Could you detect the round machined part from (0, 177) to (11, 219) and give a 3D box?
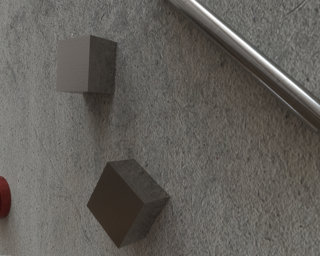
[{"bbox_3d":[-0.383,0.161,0.705,0.098,0.042,0.097,0,90,39],"label":"round machined part"}]

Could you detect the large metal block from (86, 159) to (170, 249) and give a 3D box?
[{"bbox_3d":[-0.046,0.100,0.424,0.080,0.050,0.079,42,115,31],"label":"large metal block"}]

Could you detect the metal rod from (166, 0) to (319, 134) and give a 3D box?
[{"bbox_3d":[0.067,-0.107,0.348,0.300,0.025,0.025,51,120,27],"label":"metal rod"}]

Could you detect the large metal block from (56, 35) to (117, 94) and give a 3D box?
[{"bbox_3d":[-0.115,-0.094,0.481,0.080,0.050,0.079,5,93,39],"label":"large metal block"}]
